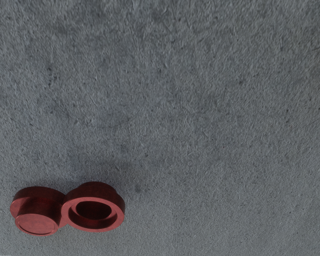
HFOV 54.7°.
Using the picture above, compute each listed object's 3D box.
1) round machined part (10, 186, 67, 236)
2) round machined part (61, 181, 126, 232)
[{"bbox_3d":[-0.199,0.145,0.517,0.099,0.042,0.097,0,130,0],"label":"round machined part"},{"bbox_3d":[-0.105,0.124,0.500,0.099,0.042,0.097,0,130,0],"label":"round machined part"}]
